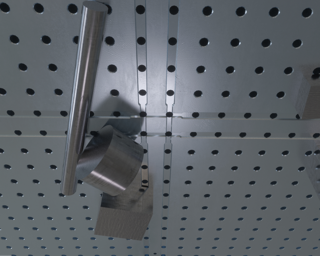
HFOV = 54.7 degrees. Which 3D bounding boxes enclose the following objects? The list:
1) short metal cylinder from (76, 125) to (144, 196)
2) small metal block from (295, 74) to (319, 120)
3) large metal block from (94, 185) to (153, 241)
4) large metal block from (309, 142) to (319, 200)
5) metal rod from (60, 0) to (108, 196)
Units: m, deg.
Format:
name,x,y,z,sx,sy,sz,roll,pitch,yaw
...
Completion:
name,x,y,z,sx,sy,sz,roll,pitch,yaw
short metal cylinder,-0.067,0.043,0.412,0.050,0.080,0.080,36,122,-26
small metal block,0.201,-0.039,0.381,0.050,0.025,0.050,-3,130,2
large metal block,-0.060,0.138,0.513,0.081,0.050,0.079,11,129,-10
large metal block,0.273,0.061,0.451,0.080,0.050,0.080,-8,130,7
metal rod,-0.105,-0.012,0.400,0.025,0.025,0.298,12,129,-10
